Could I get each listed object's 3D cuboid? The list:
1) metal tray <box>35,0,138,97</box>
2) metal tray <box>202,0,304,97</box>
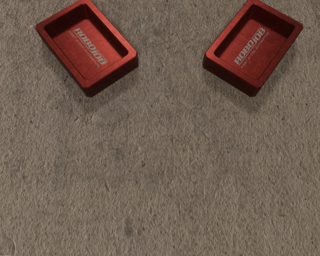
[{"bbox_3d":[-0.104,-0.119,0.447,0.090,0.030,0.130,-37,74,-13],"label":"metal tray"},{"bbox_3d":[0.134,-0.119,0.450,0.090,0.030,0.130,35,73,11],"label":"metal tray"}]
